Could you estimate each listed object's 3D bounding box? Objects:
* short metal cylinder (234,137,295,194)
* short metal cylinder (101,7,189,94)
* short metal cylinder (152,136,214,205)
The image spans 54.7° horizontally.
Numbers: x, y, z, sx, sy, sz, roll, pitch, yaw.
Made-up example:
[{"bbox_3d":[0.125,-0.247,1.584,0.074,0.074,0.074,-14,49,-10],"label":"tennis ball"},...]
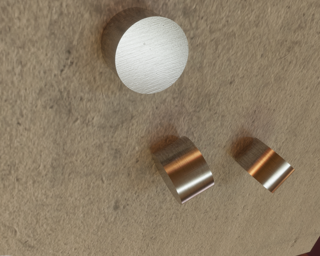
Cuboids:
[{"bbox_3d":[0.169,0.060,0.504,0.050,0.080,0.080,-49,129,6],"label":"short metal cylinder"},{"bbox_3d":[-0.017,-0.083,0.331,0.081,0.050,0.079,-14,125,-21],"label":"short metal cylinder"},{"bbox_3d":[0.030,0.058,0.425,0.050,0.080,0.080,-29,129,-10],"label":"short metal cylinder"}]
